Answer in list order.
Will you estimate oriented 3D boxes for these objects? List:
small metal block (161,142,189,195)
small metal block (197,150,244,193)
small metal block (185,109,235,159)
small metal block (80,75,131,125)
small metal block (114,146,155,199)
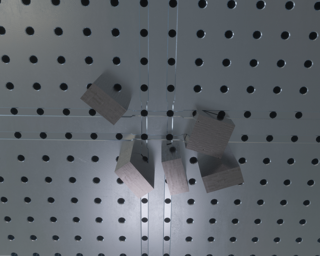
[{"bbox_3d":[0.020,0.054,0.420,0.025,0.050,0.050,-13,110,5],"label":"small metal block"},{"bbox_3d":[0.081,0.058,0.422,0.050,0.050,0.025,-17,109,6],"label":"small metal block"},{"bbox_3d":[0.066,0.008,0.417,0.050,0.025,0.050,17,109,-6],"label":"small metal block"},{"bbox_3d":[-0.066,-0.036,0.386,0.050,0.050,0.025,40,105,-13],"label":"small metal block"},{"bbox_3d":[-0.033,0.059,0.421,0.025,0.050,0.050,-35,106,12],"label":"small metal block"}]
